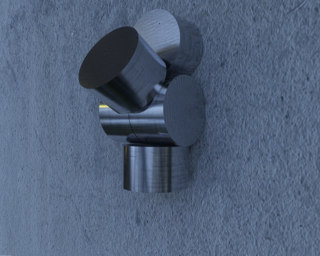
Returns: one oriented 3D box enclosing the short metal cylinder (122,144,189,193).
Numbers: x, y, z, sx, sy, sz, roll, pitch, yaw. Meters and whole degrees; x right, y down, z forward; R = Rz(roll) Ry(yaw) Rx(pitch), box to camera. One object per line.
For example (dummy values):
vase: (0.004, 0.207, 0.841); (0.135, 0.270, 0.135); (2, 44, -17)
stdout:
short metal cylinder: (-0.006, 0.045, 0.374); (0.080, 0.081, 0.050); (0, 90, 39)

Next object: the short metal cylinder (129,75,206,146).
short metal cylinder: (0.010, -0.019, 0.360); (0.050, 0.081, 0.079); (0, 90, 40)

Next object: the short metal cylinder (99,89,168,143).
short metal cylinder: (-0.029, -0.020, 0.393); (0.050, 0.081, 0.079); (1, 91, 39)

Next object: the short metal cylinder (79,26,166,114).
short metal cylinder: (-0.040, -0.062, 0.335); (0.080, 0.050, 0.080); (-21, 50, 27)

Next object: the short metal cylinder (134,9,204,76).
short metal cylinder: (0.007, -0.099, 0.384); (0.080, 0.050, 0.079); (0, 90, 39)
